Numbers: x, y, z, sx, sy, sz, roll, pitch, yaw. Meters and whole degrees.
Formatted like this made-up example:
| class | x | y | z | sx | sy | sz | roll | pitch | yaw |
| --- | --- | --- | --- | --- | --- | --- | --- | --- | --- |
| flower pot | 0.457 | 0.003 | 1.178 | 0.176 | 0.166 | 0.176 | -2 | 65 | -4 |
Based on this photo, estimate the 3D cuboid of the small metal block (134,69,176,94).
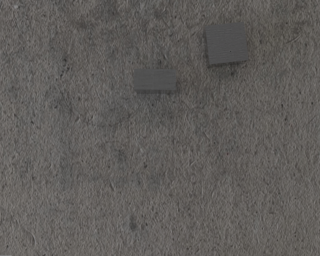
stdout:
| class | x | y | z | sx | sy | sz | roll | pitch | yaw |
| --- | --- | --- | --- | --- | --- | --- | --- | --- | --- |
| small metal block | -0.006 | -0.059 | 0.397 | 0.050 | 0.050 | 0.025 | 1 | 90 | 0 |

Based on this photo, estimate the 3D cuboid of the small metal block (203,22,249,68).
| class | x | y | z | sx | sy | sz | roll | pitch | yaw |
| --- | --- | --- | --- | --- | --- | --- | --- | --- | --- |
| small metal block | 0.086 | -0.109 | 0.410 | 0.050 | 0.025 | 0.050 | -7 | 90 | 0 |
